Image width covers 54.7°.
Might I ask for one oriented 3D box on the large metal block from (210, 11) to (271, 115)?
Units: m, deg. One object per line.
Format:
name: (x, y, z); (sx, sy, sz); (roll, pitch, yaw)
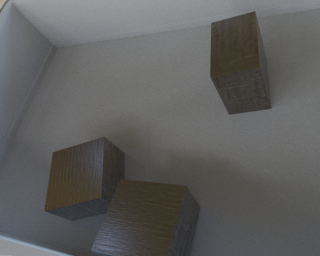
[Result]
large metal block: (0.096, -0.073, 0.365); (0.050, 0.080, 0.080); (-8, 58, 24)

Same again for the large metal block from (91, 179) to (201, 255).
large metal block: (-0.011, 0.104, 0.324); (0.080, 0.050, 0.080); (1, 53, 28)

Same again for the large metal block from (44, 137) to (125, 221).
large metal block: (-0.093, 0.067, 0.398); (0.080, 0.050, 0.080); (-17, 55, 18)
